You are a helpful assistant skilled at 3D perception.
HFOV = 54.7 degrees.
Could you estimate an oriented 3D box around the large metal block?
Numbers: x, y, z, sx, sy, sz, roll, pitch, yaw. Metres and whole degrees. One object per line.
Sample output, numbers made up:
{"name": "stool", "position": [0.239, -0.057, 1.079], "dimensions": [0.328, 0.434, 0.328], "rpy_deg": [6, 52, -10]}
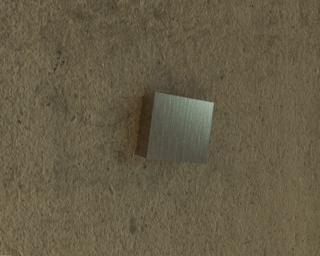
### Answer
{"name": "large metal block", "position": [0.018, 0.001, 0.405], "dimensions": [0.081, 0.050, 0.080], "rpy_deg": [8, 87, -20]}
